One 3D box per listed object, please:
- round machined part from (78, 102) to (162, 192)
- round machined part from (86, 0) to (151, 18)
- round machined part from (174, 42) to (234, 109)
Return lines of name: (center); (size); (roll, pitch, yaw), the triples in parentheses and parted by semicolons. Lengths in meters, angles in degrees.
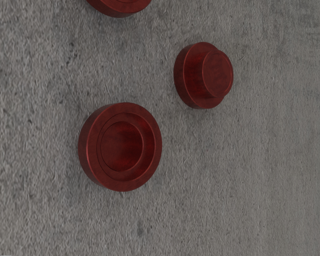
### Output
round machined part: (-0.048, 0.021, 0.353); (0.099, 0.042, 0.097); (0, 90, -40)
round machined part: (-0.055, -0.173, 0.347); (0.099, 0.042, 0.097); (0, 90, -40)
round machined part: (0.070, -0.077, 0.452); (0.099, 0.042, 0.097); (0, 90, -40)
